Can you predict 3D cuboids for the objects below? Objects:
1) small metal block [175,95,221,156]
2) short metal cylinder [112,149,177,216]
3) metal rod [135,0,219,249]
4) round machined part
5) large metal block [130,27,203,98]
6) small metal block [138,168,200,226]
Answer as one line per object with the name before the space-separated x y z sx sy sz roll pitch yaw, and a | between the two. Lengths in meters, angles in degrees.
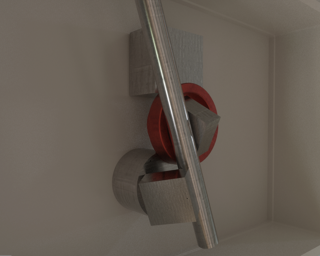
small metal block | 0.036 -0.002 0.358 0.025 0.050 0.050 -25 141 -41
short metal cylinder | -0.011 0.066 0.382 0.081 0.050 0.079 0 90 -40
metal rod | 0.019 -0.007 0.332 0.025 0.025 0.298 -25 106 -38
round machined part | 0.023 -0.004 0.377 0.099 0.042 0.097 0 90 -40
large metal block | 0.009 -0.080 0.396 0.081 0.050 0.079 0 90 -40
small metal block | 0.011 0.074 0.331 0.025 0.050 0.050 -47 124 -69
